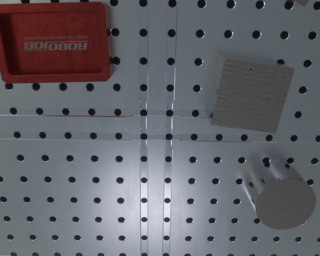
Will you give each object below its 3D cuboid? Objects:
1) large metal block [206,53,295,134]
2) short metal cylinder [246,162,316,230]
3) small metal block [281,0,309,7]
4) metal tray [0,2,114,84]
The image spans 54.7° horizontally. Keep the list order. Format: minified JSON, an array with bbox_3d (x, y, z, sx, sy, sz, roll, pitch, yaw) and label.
[{"bbox_3d":[0.107,-0.044,0.385,0.081,0.050,0.079,8,110,-3],"label":"large metal block"},{"bbox_3d":[0.168,0.094,0.436,0.081,0.050,0.079,0,110,0],"label":"short metal cylinder"},{"bbox_3d":[0.151,-0.172,0.351,0.050,0.025,0.050,22,109,-8],"label":"small metal block"},{"bbox_3d":[-0.126,-0.102,0.371,0.131,0.030,0.089,-1,110,0],"label":"metal tray"}]
